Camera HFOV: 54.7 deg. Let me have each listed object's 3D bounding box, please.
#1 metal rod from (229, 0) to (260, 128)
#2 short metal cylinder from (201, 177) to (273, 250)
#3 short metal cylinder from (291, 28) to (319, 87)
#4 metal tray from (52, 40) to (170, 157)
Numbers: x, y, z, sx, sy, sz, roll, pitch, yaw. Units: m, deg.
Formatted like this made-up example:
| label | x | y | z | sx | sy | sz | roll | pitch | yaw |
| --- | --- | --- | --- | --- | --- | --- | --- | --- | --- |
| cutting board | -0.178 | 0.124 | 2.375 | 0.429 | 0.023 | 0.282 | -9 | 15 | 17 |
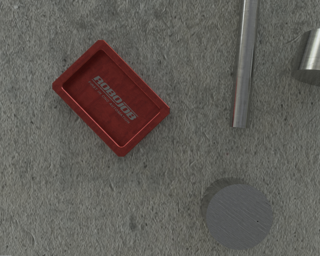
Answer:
| label | x | y | z | sx | sy | sz | roll | pitch | yaw |
| --- | --- | --- | --- | --- | --- | --- | --- | --- | --- |
| metal rod | 0.118 | -0.149 | 0.410 | 0.025 | 0.025 | 0.298 | 5 | 90 | 0 |
| short metal cylinder | 0.096 | 0.107 | 0.398 | 0.081 | 0.050 | 0.080 | 0 | 90 | 0 |
| short metal cylinder | 0.212 | -0.084 | 0.384 | 0.080 | 0.080 | 0.050 | 16 | 90 | 0 |
| metal tray | -0.062 | -0.038 | 0.406 | 0.090 | 0.030 | 0.130 | -44 | 90 | 0 |
